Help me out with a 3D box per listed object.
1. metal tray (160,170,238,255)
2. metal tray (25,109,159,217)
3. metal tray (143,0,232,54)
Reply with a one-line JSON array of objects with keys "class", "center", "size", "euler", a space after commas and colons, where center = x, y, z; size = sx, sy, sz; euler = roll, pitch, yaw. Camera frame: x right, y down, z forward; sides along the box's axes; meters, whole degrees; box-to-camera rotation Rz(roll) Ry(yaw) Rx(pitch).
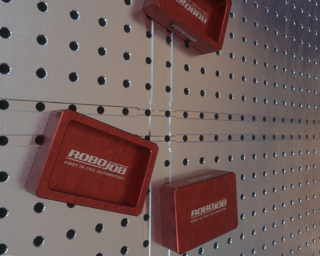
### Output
[{"class": "metal tray", "center": [0.062, 0.118, 0.457], "size": [0.131, 0.030, 0.090], "euler": [-6, 94, -40]}, {"class": "metal tray", "center": [-0.068, 0.042, 0.347], "size": [0.131, 0.030, 0.090], "euler": [24, 75, -37]}, {"class": "metal tray", "center": [0.045, -0.175, 0.441], "size": [0.131, 0.030, 0.090], "euler": [22, 76, -38]}]
